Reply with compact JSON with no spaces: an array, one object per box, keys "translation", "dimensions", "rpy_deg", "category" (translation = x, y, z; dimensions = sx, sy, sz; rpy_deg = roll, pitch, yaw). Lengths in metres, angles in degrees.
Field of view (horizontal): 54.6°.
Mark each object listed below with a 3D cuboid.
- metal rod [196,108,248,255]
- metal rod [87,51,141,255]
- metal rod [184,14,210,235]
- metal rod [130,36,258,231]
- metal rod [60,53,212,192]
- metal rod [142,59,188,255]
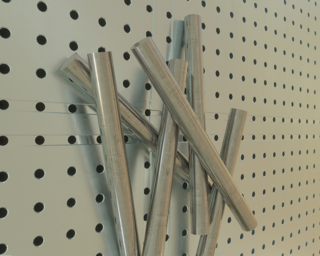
[{"translation":[0.080,0.120,0.446],"dimensions":[0.025,0.025,0.299],"rpy_deg":[13,91,-39],"category":"metal rod"},{"translation":[-0.045,0.067,0.351],"dimensions":[0.025,0.025,0.298],"rpy_deg":[-18,107,-39],"category":"metal rod"},{"translation":[0.050,-0.011,0.426],"dimensions":[0.025,0.025,0.299],"rpy_deg":[6,79,-40],"category":"metal rod"},{"translation":[0.054,0.025,0.386],"dimensions":[0.025,0.025,0.299],"rpy_deg":[-48,118,-29],"category":"metal rod"},{"translation":[-0.004,0.019,0.404],"dimensions":[0.300,0.025,0.025],"rpy_deg":[44,64,-31],"category":"metal rod"},{"translation":[0.003,0.063,0.376],"dimensions":[0.025,0.025,0.299],"rpy_deg":[14,80,-39],"category":"metal rod"}]
